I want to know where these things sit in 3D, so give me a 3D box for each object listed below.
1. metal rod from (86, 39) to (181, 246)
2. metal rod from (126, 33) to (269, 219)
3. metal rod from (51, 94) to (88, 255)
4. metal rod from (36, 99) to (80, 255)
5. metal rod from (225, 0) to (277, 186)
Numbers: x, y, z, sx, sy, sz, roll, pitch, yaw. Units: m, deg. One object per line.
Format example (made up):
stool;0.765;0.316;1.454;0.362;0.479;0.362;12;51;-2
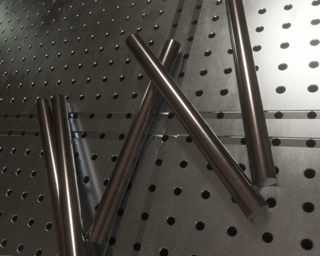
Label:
metal rod;-0.028;0.004;0.419;0.025;0.025;0.300;7;65;31
metal rod;0.029;-0.024;0.385;0.025;0.025;0.299;-35;58;4
metal rod;-0.129;0.056;0.425;0.025;0.025;0.300;-30;48;9
metal rod;-0.149;0.066;0.443;0.025;0.025;0.300;-32;52;7
metal rod;0.109;-0.073;0.394;0.025;0.025;0.299;-12;56;21
